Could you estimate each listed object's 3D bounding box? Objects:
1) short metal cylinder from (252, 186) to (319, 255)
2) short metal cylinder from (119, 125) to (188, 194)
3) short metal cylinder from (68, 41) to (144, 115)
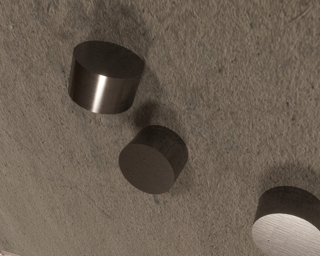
[{"bbox_3d":[0.158,0.119,0.380,0.080,0.050,0.079,13,124,20],"label":"short metal cylinder"},{"bbox_3d":[-0.008,0.043,0.420,0.080,0.050,0.079,13,124,20],"label":"short metal cylinder"},{"bbox_3d":[-0.064,-0.061,0.366,0.080,0.080,0.050,29,128,9],"label":"short metal cylinder"}]
